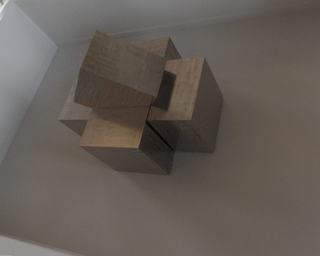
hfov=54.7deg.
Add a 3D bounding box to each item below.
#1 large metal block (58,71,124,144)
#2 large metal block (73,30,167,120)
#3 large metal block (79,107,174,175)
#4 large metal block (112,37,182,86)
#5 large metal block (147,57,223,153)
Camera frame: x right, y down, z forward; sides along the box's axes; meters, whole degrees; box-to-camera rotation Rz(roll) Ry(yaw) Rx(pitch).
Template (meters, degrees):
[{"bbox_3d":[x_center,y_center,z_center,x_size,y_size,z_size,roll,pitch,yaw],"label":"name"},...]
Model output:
[{"bbox_3d":[-0.081,-0.027,0.429,0.050,0.080,0.080,0,62,28],"label":"large metal block"},{"bbox_3d":[-0.048,-0.053,0.354,0.080,0.080,0.050,20,65,-13],"label":"large metal block"},{"bbox_3d":[-0.035,0.017,0.377,0.080,0.080,0.050,0,62,28],"label":"large metal block"},{"bbox_3d":[-0.012,-0.072,0.420,0.080,0.080,0.050,0,62,28],"label":"large metal block"},{"bbox_3d":[0.034,-0.024,0.364,0.050,0.080,0.080,0,62,28],"label":"large metal block"}]
